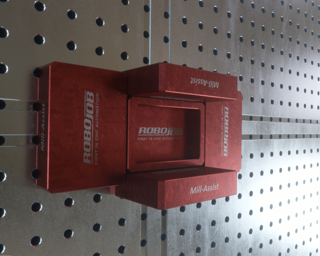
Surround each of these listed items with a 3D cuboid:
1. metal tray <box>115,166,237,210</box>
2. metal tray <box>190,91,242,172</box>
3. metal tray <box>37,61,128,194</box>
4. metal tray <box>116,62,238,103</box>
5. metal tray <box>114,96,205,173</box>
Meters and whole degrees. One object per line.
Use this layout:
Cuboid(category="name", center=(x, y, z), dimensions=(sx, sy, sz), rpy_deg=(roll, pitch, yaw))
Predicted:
Cuboid(category="metal tray", center=(0.022, 0.068, 0.386), dimensions=(0.131, 0.090, 0.030), rpy_deg=(1, 90, -40))
Cuboid(category="metal tray", center=(0.088, 0.005, 0.480), dimensions=(0.091, 0.030, 0.129), rpy_deg=(1, 89, -41))
Cuboid(category="metal tray", center=(-0.082, 0.000, 0.338), dimensions=(0.091, 0.030, 0.129), rpy_deg=(1, 89, -40))
Cuboid(category="metal tray", center=(0.023, -0.052, 0.388), dimensions=(0.131, 0.090, 0.030), rpy_deg=(1, 90, -40))
Cuboid(category="metal tray", center=(0.004, 0.008, 0.408), dimensions=(0.131, 0.030, 0.089), rpy_deg=(1, 90, -40))
